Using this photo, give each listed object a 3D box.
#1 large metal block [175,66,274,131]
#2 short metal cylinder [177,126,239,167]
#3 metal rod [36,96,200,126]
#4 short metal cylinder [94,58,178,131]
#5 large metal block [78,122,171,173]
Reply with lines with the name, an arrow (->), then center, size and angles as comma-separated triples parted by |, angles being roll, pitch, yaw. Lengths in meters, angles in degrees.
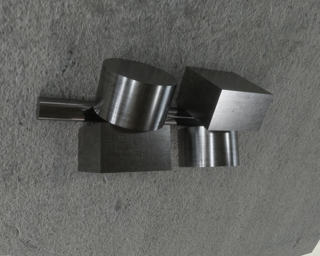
large metal block -> 0.079, -0.038, 0.392 | 0.081, 0.080, 0.050 | 1, 118, -29
short metal cylinder -> 0.064, 0.026, 0.416 | 0.081, 0.080, 0.050 | 2, 83, -29
metal rod -> 0.002, -0.016, 0.402 | 0.303, 0.025, 0.025 | 2, 118, -30
short metal cylinder -> -0.027, -0.038, 0.334 | 0.081, 0.080, 0.050 | 3, 117, -30
large metal block -> -0.043, 0.024, 0.356 | 0.081, 0.080, 0.050 | 2, 83, -30
